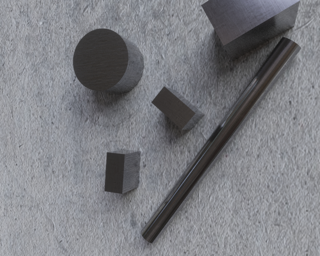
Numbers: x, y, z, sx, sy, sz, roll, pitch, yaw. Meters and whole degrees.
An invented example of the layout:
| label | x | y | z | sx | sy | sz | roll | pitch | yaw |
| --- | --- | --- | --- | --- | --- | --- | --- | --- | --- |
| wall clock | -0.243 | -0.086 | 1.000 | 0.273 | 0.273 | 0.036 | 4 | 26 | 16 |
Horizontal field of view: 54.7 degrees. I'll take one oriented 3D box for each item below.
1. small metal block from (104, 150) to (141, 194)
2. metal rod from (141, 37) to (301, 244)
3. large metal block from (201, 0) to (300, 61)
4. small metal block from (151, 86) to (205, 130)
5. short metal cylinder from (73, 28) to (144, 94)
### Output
| label | x | y | z | sx | sy | sz | roll | pitch | yaw |
| --- | --- | --- | --- | --- | --- | --- | --- | --- | --- |
| small metal block | -0.049 | 0.056 | 0.412 | 0.025 | 0.050 | 0.050 | 4 | 92 | 20 |
| metal rod | 0.068 | 0.024 | 0.384 | 0.025 | 0.025 | 0.299 | 38 | 102 | 16 |
| large metal block | 0.101 | -0.124 | 0.344 | 0.080 | 0.080 | 0.050 | -29 | 81 | 17 |
| small metal block | 0.024 | -0.024 | 0.387 | 0.050 | 0.050 | 0.025 | 43 | 103 | 14 |
| short metal cylinder | -0.068 | -0.087 | 0.419 | 0.080 | 0.050 | 0.079 | 0 | 90 | 19 |
